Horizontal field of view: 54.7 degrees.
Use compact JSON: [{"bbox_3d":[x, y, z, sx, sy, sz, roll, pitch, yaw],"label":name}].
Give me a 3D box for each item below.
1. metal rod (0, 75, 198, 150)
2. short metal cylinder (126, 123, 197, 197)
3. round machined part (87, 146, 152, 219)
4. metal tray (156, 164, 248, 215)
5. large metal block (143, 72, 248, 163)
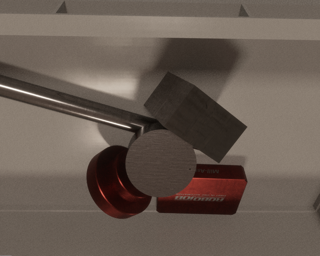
[{"bbox_3d":[-0.072,-0.017,0.393,0.302,0.025,0.025,16,128,-14],"label":"metal rod"},{"bbox_3d":[0.000,0.036,0.374,0.081,0.050,0.079,-1,100,-3],"label":"short metal cylinder"},{"bbox_3d":[-0.045,0.068,0.415,0.098,0.098,0.042,37,129,-27],"label":"round machined part"},{"bbox_3d":[0.062,0.098,0.490,0.131,0.030,0.089,2,130,-3],"label":"metal tray"},{"bbox_3d":[0.037,-0.014,0.352,0.080,0.080,0.050,34,96,-26],"label":"large metal block"}]
